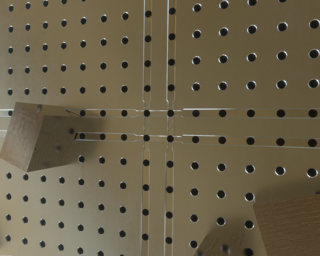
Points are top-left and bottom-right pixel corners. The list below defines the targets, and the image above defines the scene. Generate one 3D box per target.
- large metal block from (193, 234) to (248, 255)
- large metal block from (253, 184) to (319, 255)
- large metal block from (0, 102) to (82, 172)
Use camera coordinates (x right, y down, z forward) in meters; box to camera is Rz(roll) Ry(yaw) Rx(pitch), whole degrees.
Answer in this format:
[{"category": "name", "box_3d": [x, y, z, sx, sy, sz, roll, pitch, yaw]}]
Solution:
[{"category": "large metal block", "box_3d": [0.076, 0.177, 0.357, 0.050, 0.080, 0.080, -11, 87, 20]}, {"category": "large metal block", "box_3d": [0.156, 0.113, 0.344, 0.080, 0.050, 0.080, -17, 84, 19]}, {"category": "large metal block", "box_3d": [-0.168, 0.011, 0.443, 0.050, 0.080, 0.080, 23, 98, 18]}]
